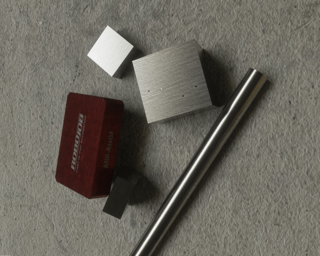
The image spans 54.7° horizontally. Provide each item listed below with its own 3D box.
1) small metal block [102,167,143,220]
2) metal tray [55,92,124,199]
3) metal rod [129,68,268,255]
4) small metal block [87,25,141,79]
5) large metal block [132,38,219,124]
[{"bbox_3d":[-0.048,0.084,0.409,0.025,0.050,0.050,24,98,4],"label":"small metal block"},{"bbox_3d":[-0.098,0.020,0.422,0.090,0.030,0.129,13,94,42],"label":"metal tray"},{"bbox_3d":[0.041,0.060,0.393,0.025,0.025,0.299,34,101,16],"label":"metal rod"},{"bbox_3d":[-0.064,-0.104,0.430,0.050,0.025,0.050,42,103,15],"label":"small metal block"},{"bbox_3d":[0.021,-0.054,0.388,0.080,0.050,0.080,-16,85,19],"label":"large metal block"}]
